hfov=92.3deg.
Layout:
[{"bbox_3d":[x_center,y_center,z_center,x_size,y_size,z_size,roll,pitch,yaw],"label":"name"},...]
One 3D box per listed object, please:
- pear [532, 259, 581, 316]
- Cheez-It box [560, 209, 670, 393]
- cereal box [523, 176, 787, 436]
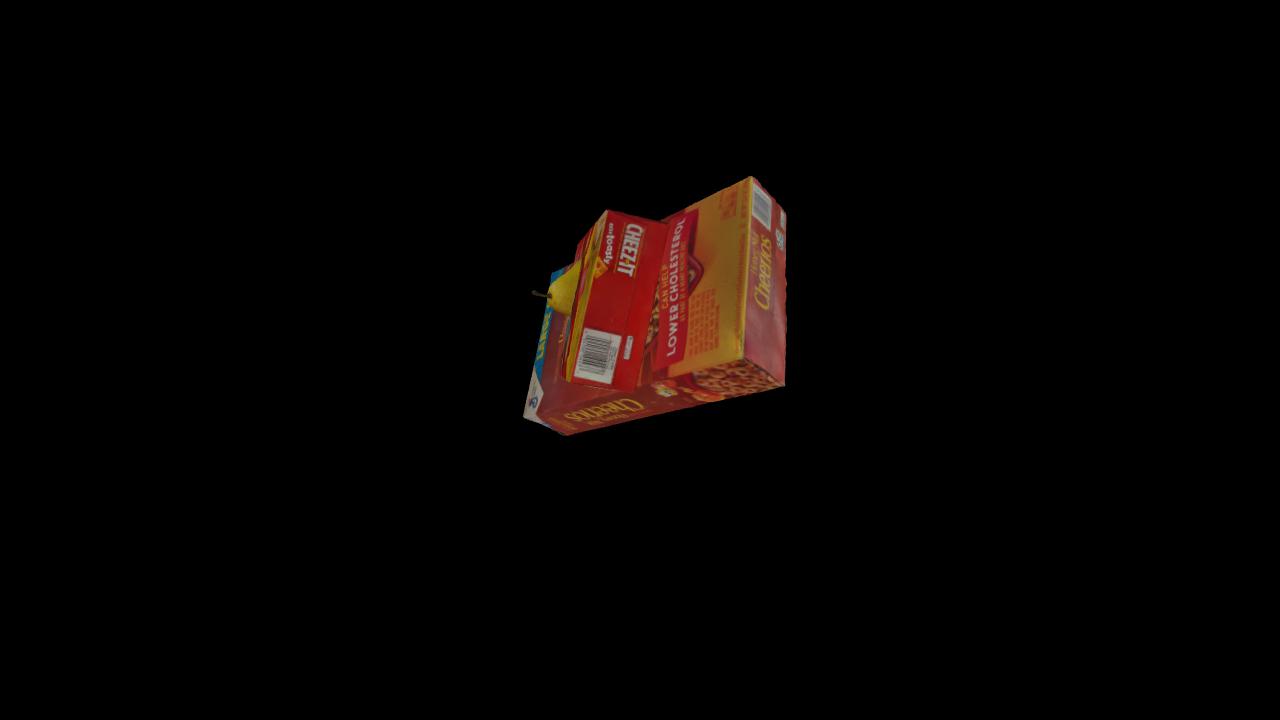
[{"bbox_3d":[-0.062,-0.067,0.654,0.080,0.080,0.111,0,19,45],"label":"pear"},{"bbox_3d":[-0.041,-0.055,0.666,0.071,0.166,0.223,12,-1,-13],"label":"Cheez-It box"},{"bbox_3d":[0.008,-0.043,0.664,0.306,0.203,0.081,-16,-35,40],"label":"cereal box"}]
